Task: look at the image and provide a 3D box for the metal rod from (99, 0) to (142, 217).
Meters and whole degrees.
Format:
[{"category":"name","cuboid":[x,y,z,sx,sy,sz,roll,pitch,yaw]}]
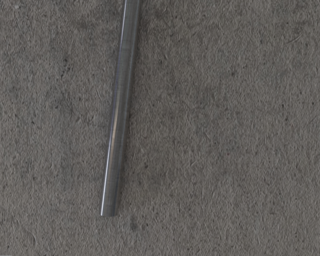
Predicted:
[{"category":"metal rod","cuboid":[-0.051,-0.035,0.409,0.025,0.025,0.298,7,90,0]}]
